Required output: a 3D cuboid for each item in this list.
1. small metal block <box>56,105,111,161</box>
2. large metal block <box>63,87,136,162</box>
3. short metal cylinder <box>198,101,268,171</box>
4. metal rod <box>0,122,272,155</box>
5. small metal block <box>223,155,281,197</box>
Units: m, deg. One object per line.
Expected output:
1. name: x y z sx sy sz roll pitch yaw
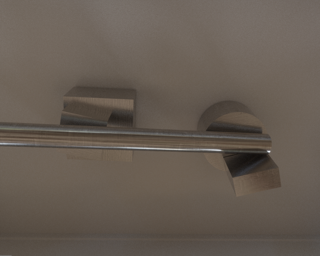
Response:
1. small metal block: -0.088 0.005 0.357 0.050 0.025 0.050 12 109 -5
2. large metal block: -0.073 -0.006 0.392 0.081 0.050 0.079 2 110 -2
3. short metal cylinder: 0.092 0.010 0.401 0.081 0.050 0.079 0 110 -1
4. metal rod: -0.024 0.012 0.339 0.302 0.025 0.025 3 110 -10
5. small metal block: 0.106 0.051 0.362 0.050 0.050 0.025 -14 110 4
